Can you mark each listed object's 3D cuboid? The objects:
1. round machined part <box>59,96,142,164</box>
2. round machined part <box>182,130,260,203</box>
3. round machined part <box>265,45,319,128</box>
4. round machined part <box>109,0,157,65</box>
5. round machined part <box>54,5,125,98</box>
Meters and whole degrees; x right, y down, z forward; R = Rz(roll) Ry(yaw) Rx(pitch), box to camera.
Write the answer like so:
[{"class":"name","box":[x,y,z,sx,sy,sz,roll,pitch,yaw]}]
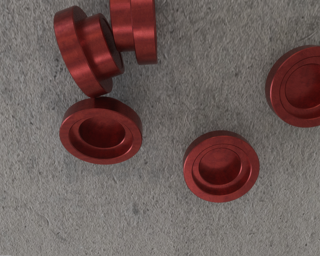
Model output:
[{"class":"round machined part","box":[-0.071,-0.001,0.387,0.099,0.042,0.097,-1,134,-1]},{"class":"round machined part","box":[0.080,0.048,0.419,0.099,0.042,0.097,0,110,0]},{"class":"round machined part","box":[0.179,-0.053,0.383,0.099,0.042,0.097,0,110,0]},{"class":"round machined part","box":[-0.027,-0.116,0.328,0.042,0.098,0.097,-3,110,1]},{"class":"round machined part","box":[-0.071,-0.085,0.339,0.042,0.098,0.098,-18,109,6]}]
